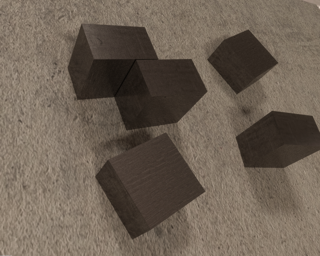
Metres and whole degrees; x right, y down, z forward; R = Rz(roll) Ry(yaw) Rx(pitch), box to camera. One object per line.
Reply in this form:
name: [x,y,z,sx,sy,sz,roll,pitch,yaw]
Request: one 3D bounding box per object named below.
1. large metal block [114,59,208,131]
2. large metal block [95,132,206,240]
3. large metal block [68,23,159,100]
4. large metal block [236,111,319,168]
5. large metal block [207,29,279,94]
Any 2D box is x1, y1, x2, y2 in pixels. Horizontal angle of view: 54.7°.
large metal block: [-0.001,-0.042,0.395,0.081,0.080,0.050,-9,67,-32]
large metal block: [-0.011,0.062,0.345,0.081,0.050,0.080,-24,75,-37]
large metal block: [-0.061,-0.080,0.386,0.081,0.080,0.050,-8,66,-32]
large metal block: [0.173,0.020,0.452,0.081,0.080,0.050,4,60,-27]
large metal block: [0.144,-0.116,0.539,0.081,0.050,0.080,-32,80,-38]
